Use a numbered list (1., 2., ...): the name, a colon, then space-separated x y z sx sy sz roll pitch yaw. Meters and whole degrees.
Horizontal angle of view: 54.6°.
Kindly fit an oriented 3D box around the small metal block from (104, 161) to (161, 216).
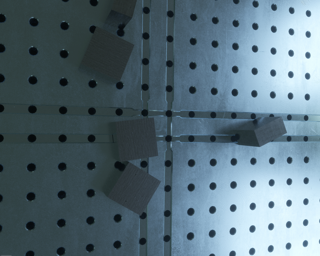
1. small metal block: -0.035 0.076 0.400 0.050 0.025 0.050 34 79 -17

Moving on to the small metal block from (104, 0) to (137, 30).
1. small metal block: -0.046 -0.156 0.382 0.025 0.050 0.050 15 85 -19

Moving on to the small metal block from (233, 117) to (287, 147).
1. small metal block: 0.145 0.005 0.452 0.050 0.050 0.025 -24 98 -18

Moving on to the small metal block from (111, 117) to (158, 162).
1. small metal block: -0.033 0.014 0.400 0.050 0.025 0.050 -7 93 -20

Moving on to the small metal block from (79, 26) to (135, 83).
1. small metal block: -0.067 -0.090 0.388 0.050 0.025 0.050 23 83 -19
